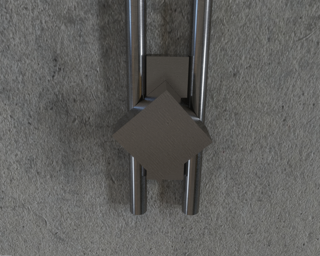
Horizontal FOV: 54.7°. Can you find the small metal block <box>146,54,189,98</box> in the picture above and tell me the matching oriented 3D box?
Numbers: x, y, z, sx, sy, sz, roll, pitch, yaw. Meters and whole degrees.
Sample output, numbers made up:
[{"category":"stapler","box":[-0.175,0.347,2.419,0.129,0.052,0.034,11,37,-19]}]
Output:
[{"category":"small metal block","box":[0.009,-0.065,0.386,0.050,0.025,0.050,1,110,-1]}]

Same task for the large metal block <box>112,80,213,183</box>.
[{"category":"large metal block","box":[0.003,0.004,0.370,0.080,0.050,0.080,-39,106,13]}]

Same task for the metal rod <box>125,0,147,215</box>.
[{"category":"metal rod","box":[-0.030,-0.019,0.404,0.025,0.025,0.298,0,110,-1]}]

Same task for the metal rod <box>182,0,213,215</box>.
[{"category":"metal rod","box":[0.047,-0.018,0.405,0.025,0.025,0.298,0,110,-1]}]

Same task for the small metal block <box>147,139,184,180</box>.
[{"category":"small metal block","box":[0.007,0.043,0.426,0.050,0.025,0.050,1,110,-1]}]
